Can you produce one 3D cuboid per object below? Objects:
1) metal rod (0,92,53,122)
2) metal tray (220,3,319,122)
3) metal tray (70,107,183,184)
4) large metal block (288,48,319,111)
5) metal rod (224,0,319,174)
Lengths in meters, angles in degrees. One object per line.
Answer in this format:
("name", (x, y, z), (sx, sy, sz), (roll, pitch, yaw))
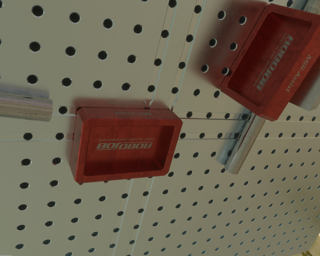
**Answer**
("metal rod", (-0.247, -0.034, 0.255), (0.302, 0.025, 0.025), (7, 115, -32))
("metal tray", (0.143, -0.085, 0.396), (0.030, 0.090, 0.129), (16, 110, -35))
("metal tray", (-0.042, 0.022, 0.399), (0.131, 0.030, 0.089), (0, 119, -29))
("large metal block", (0.221, -0.073, 0.453), (0.081, 0.050, 0.079), (-10, 127, -56))
("metal rod", (0.171, -0.059, 0.470), (0.025, 0.025, 0.298), (8, 115, -32))
